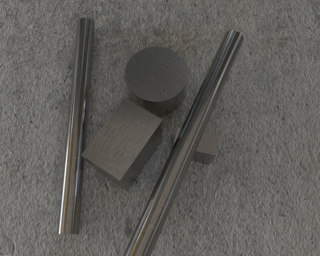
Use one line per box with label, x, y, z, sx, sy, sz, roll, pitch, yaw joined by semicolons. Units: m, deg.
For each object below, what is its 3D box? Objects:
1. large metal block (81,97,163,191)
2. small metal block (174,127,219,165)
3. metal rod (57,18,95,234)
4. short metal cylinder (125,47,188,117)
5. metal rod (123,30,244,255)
large metal block;-0.040;0.023;0.370;0.050;0.080;0.080;31;73;10
small metal block;0.043;0.023;0.387;0.050;0.050;0.025;12;71;4
metal rod;-0.109;-0.017;0.412;0.025;0.025;0.299;0;70;-1
short metal cylinder;-0.005;-0.061;0.417;0.081;0.050;0.080;0;70;0
metal rod;0.033;0.011;0.351;0.025;0.025;0.300;23;72;8
